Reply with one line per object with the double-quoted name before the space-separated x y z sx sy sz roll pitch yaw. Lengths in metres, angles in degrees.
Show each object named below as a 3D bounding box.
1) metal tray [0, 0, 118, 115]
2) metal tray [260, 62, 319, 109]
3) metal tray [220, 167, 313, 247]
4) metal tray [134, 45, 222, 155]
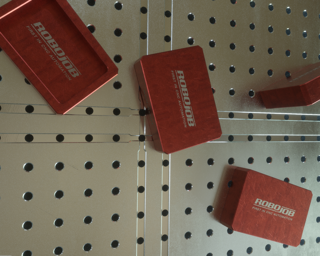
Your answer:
"metal tray" -0.124 -0.091 0.364 0.090 0.030 0.130 -41 103 -16
"metal tray" 0.230 -0.070 0.464 0.131 0.090 0.030 -26 99 -18
"metal tray" 0.165 0.121 0.473 0.131 0.030 0.090 20 83 -19
"metal tray" 0.026 -0.038 0.421 0.091 0.030 0.129 -16 96 -20
